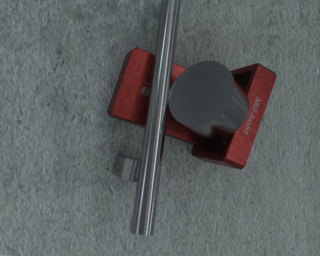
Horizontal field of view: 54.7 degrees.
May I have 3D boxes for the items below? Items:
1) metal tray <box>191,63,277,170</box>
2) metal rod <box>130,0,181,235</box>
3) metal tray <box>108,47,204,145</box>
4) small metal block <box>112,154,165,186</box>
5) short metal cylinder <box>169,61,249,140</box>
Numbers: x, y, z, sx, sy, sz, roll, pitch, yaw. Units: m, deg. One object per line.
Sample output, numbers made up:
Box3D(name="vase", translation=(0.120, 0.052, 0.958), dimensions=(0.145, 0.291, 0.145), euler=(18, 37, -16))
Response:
Box3D(name="metal tray", translation=(0.095, -0.015, 0.412), dimensions=(0.030, 0.090, 0.130), euler=(24, 82, -19))
Box3D(name="metal rod", translation=(-0.002, -0.030, 0.369), dimensions=(0.025, 0.025, 0.299), euler=(12, 77, -20))
Box3D(name="metal tray", translation=(0.007, -0.039, 0.411), dimensions=(0.131, 0.030, 0.090), euler=(19, 83, -20))
Box3D(name="small metal block", translation=(-0.028, 0.052, 0.387), dimensions=(0.050, 0.050, 0.025), euler=(13, 86, -20))
Box3D(name="short metal cylinder", translation=(0.058, -0.031, 0.364), dimensions=(0.050, 0.080, 0.080), euler=(32, 78, -51))
